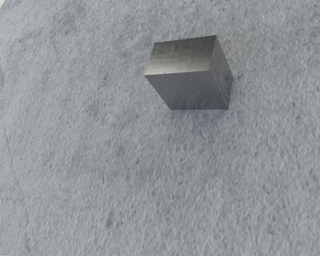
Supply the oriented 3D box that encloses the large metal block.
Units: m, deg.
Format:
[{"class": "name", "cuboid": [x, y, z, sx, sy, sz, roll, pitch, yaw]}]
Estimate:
[{"class": "large metal block", "cuboid": [0.039, -0.065, 0.389, 0.080, 0.080, 0.050, 1, 62, 29]}]
